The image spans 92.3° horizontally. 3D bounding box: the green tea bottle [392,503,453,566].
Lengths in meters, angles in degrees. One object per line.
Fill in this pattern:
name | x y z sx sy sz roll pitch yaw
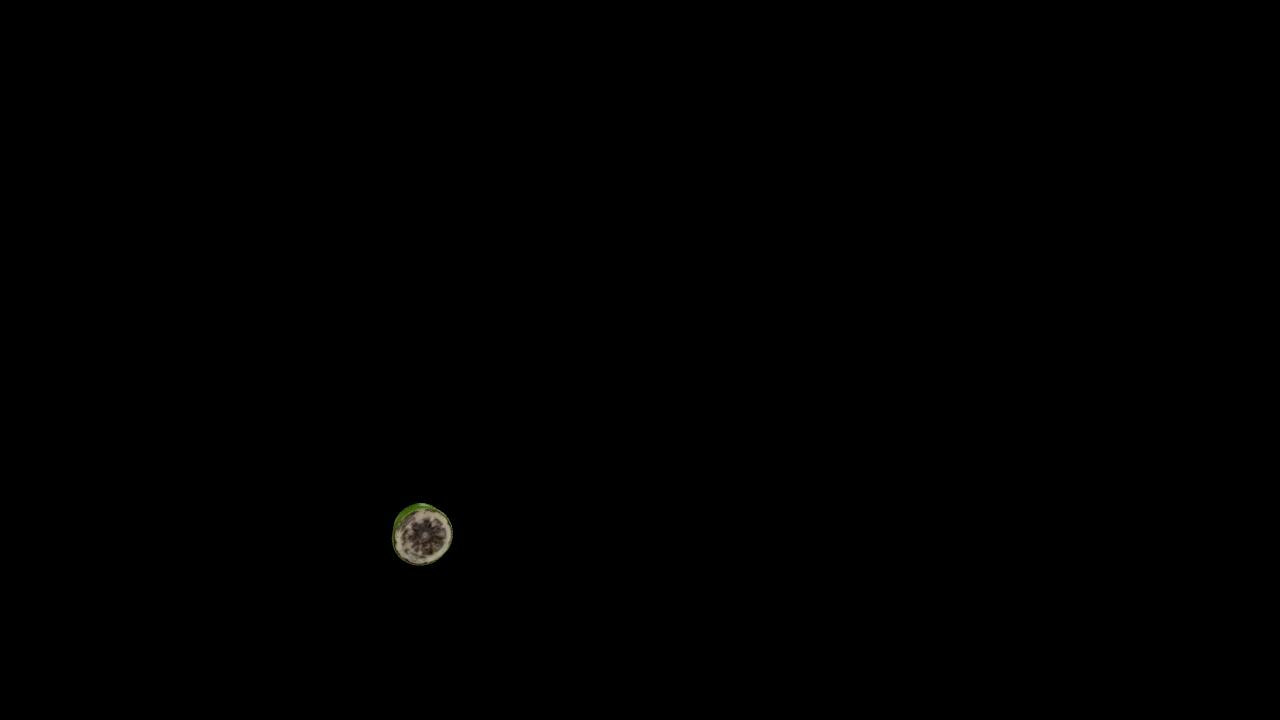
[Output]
green tea bottle | -0.295 0.227 0.824 0.073 0.073 0.212 0 -8 -22
